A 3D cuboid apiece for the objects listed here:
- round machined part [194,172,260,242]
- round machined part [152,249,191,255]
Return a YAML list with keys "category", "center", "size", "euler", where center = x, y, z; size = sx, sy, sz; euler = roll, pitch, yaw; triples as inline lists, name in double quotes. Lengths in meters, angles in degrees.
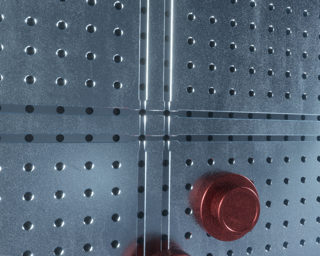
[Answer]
- category: "round machined part"
  center: [0.103, 0.114, 0.443]
  size: [0.099, 0.042, 0.097]
  euler: [0, 90, -21]
- category: "round machined part"
  center: [0.009, 0.208, 0.409]
  size: [0.099, 0.042, 0.097]
  euler: [0, 90, -21]
